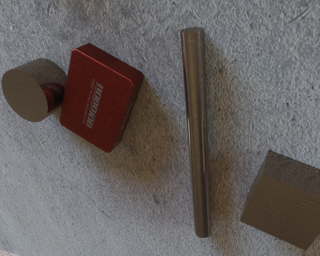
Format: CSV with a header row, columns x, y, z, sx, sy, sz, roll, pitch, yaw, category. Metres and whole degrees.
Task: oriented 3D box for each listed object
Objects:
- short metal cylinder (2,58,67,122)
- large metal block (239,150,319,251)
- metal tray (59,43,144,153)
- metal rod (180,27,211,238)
x,y,z,sx,sy,sz,roll,pitch,yaw,category
-0.177,-0.055,0.448,0.080,0.050,0.079,13,124,20,short metal cylinder
0.150,0.084,0.363,0.080,0.050,0.079,22,127,14,large metal block
-0.084,-0.037,0.423,0.090,0.030,0.129,30,128,8,metal tray
0.049,0.027,0.396,0.025,0.025,0.298,7,122,24,metal rod
